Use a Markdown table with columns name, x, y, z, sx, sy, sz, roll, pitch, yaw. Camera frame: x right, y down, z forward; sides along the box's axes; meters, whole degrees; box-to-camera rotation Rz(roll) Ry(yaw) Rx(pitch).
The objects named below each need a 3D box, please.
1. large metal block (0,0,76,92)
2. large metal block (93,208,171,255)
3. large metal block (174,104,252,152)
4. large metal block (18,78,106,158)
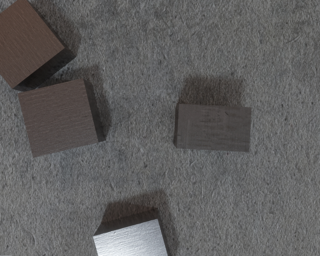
| name | x | y | z | sx | sy | sz | roll | pitch | yaw |
| --- | --- | --- | --- | --- | --- | --- | --- | --- | --- |
| large metal block | -0.171 | -0.103 | 0.396 | 0.080 | 0.050 | 0.080 | -38 | 90 | 0 |
| large metal block | -0.031 | 0.158 | 0.397 | 0.080 | 0.050 | 0.080 | -15 | 90 | 0 |
| large metal block | 0.060 | 0.000 | 0.383 | 0.081 | 0.080 | 0.050 | 3 | 90 | 0 |
| large metal block | -0.122 | -0.012 | 0.396 | 0.080 | 0.050 | 0.080 | -13 | 90 | 0 |
